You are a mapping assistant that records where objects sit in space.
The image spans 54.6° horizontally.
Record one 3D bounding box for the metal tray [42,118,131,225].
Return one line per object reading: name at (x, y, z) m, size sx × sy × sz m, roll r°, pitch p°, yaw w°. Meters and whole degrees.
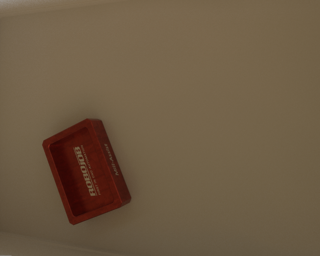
metal tray at (-0.107, 0.062, 0.446) m, size 0.090 × 0.030 × 0.130 m, roll -25°, pitch 82°, yaw 18°
